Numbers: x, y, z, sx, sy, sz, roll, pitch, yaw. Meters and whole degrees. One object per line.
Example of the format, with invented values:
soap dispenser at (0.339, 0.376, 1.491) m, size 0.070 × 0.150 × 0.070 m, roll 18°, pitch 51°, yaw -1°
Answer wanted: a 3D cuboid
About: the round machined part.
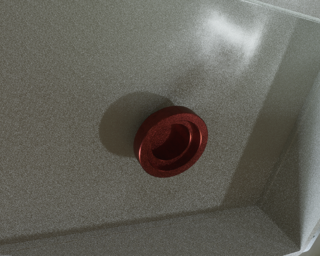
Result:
round machined part at (0.011, 0.014, 0.409) m, size 0.099 × 0.042 × 0.097 m, roll -14°, pitch 125°, yaw -21°
